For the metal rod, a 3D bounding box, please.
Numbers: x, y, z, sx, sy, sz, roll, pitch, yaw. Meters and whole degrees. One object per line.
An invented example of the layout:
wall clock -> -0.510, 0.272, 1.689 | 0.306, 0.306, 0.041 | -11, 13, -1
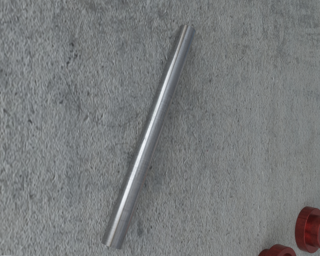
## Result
metal rod -> -0.009, -0.001, 0.397 | 0.025, 0.025, 0.299 | 31, 71, -36

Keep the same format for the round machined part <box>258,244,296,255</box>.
round machined part -> 0.210, 0.263, 0.570 | 0.099, 0.042, 0.097 | 0, 90, -40

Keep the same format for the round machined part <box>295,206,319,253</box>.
round machined part -> 0.340, 0.225, 0.679 | 0.099, 0.042, 0.097 | 0, 90, -40
